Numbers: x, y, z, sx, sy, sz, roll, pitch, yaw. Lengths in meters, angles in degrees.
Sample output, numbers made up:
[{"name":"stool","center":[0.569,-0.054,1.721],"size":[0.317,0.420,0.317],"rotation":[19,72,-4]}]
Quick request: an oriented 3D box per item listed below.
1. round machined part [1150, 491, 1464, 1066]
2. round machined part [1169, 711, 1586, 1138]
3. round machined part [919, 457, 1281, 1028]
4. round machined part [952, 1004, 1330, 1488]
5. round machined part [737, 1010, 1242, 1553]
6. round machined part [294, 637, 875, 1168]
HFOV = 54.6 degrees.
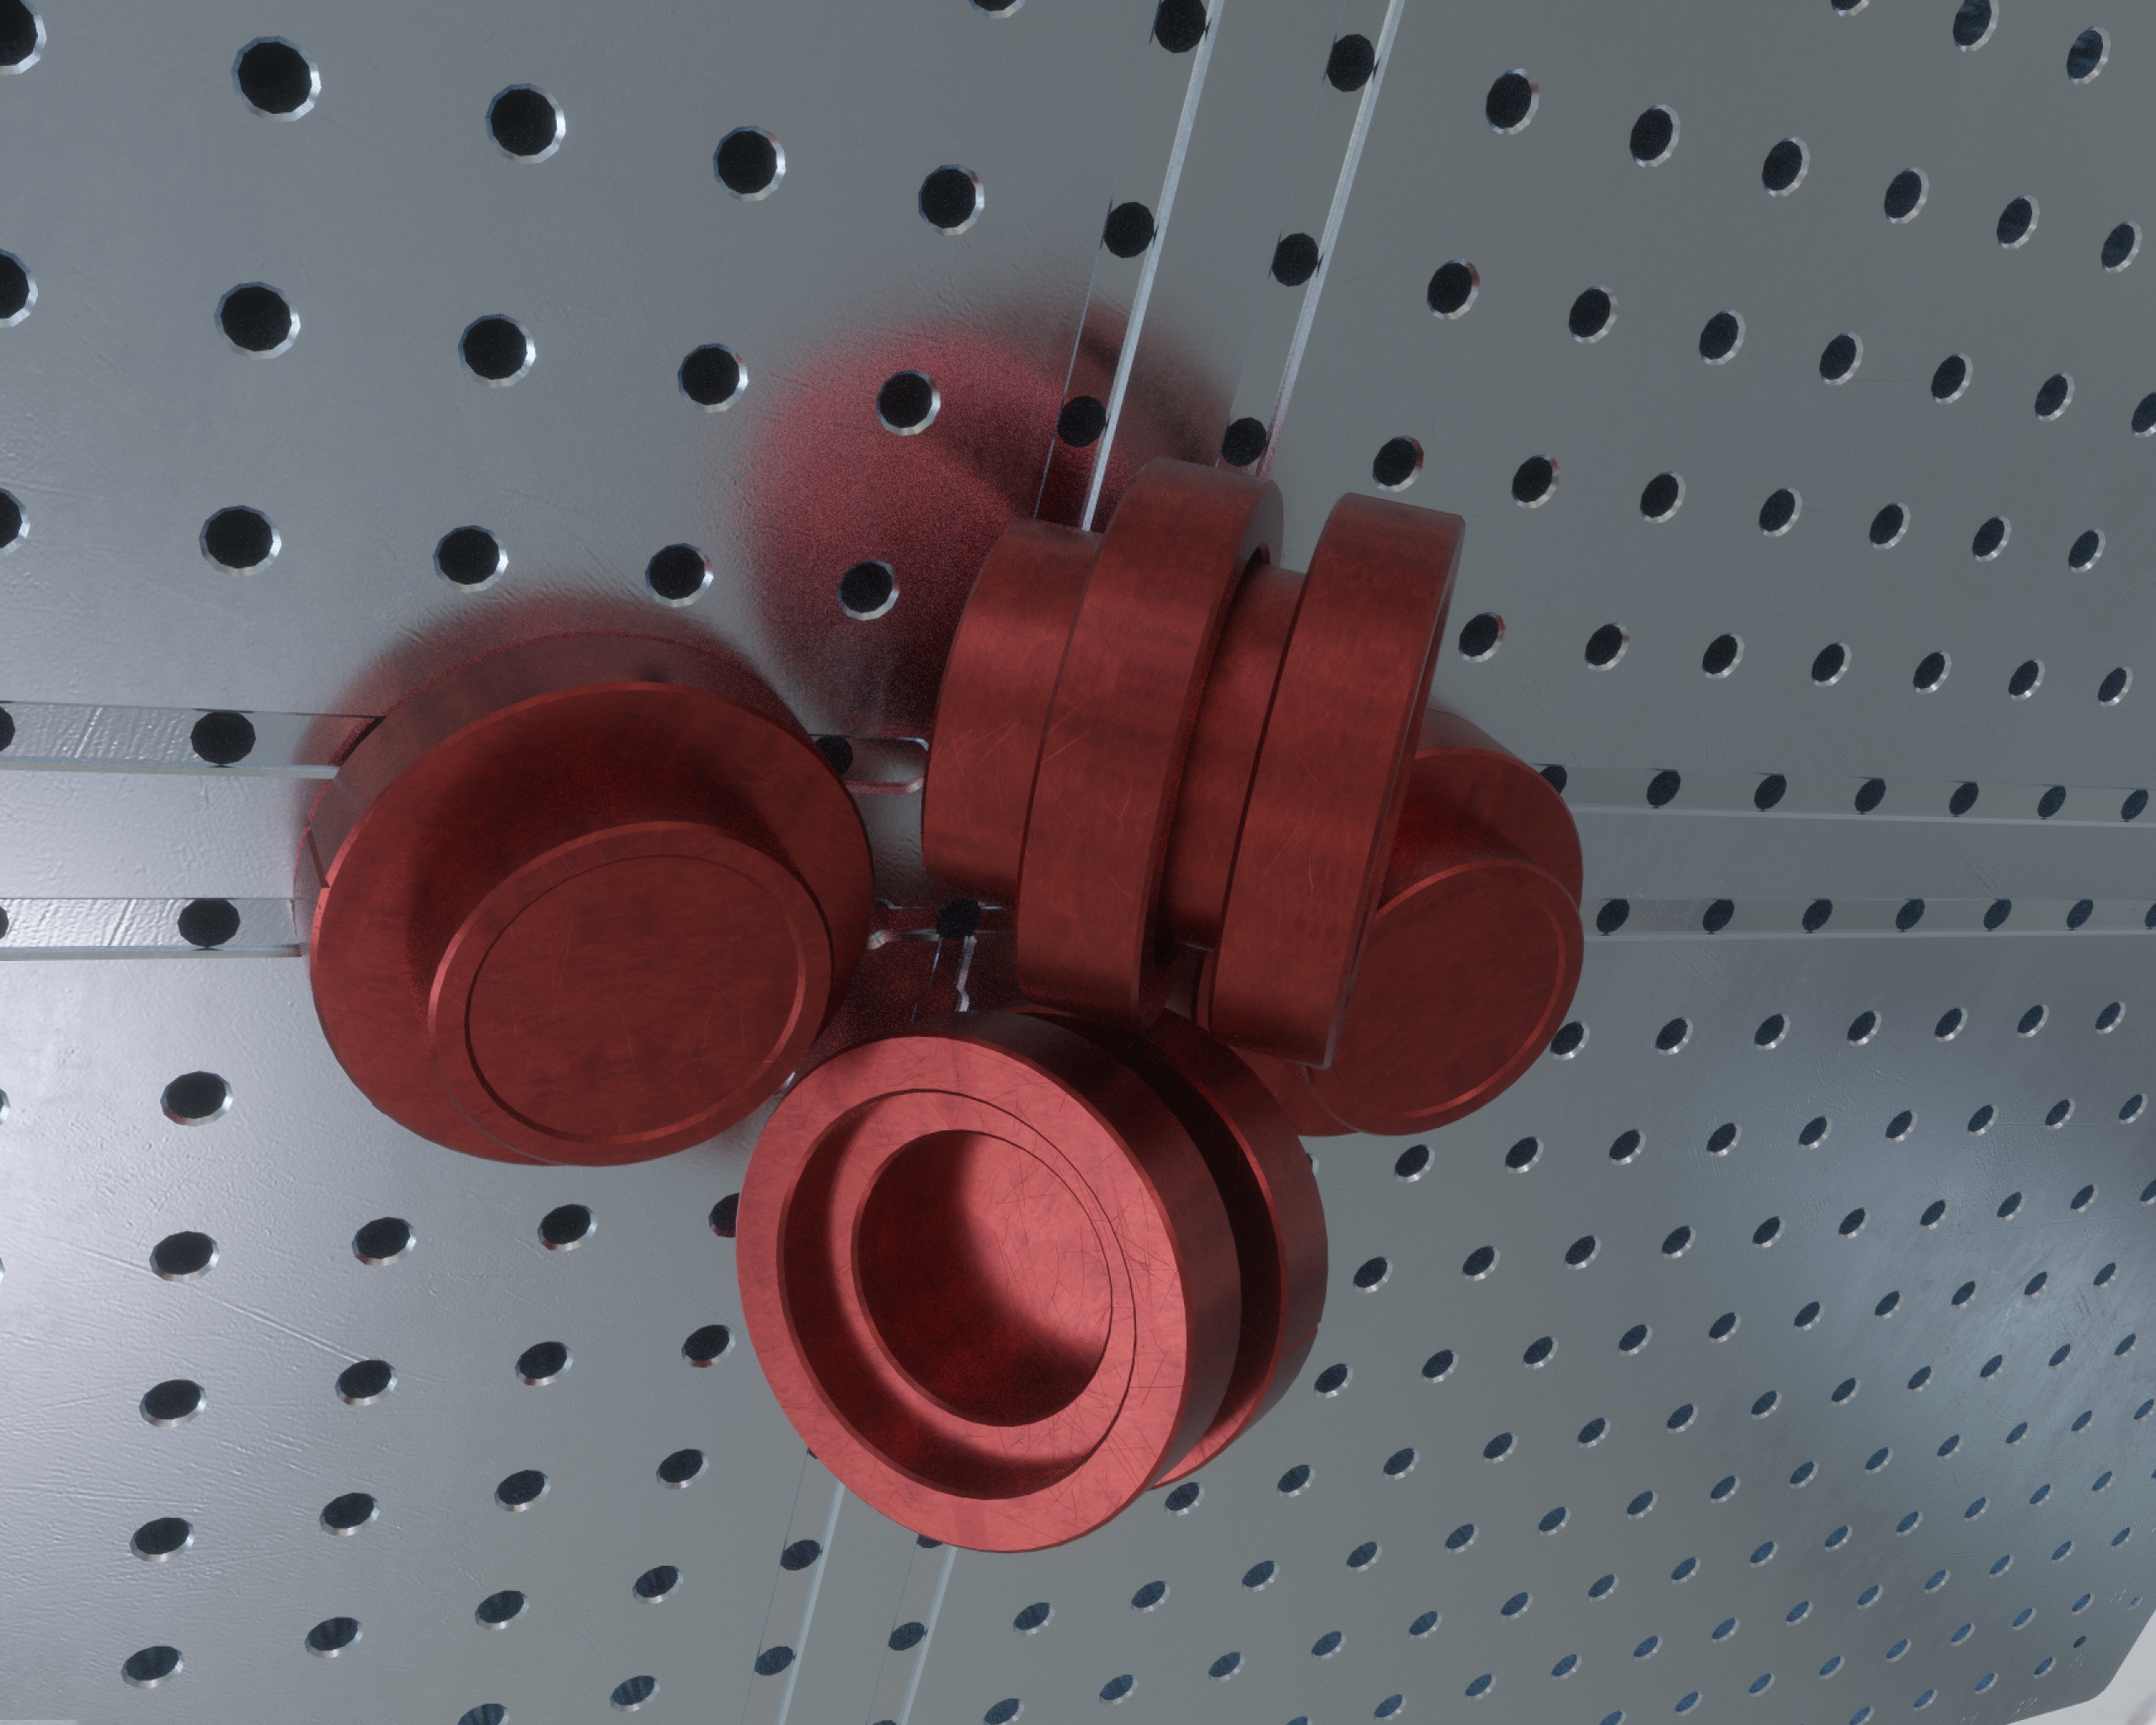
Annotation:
[{"name":"round machined part","center":[0.035,-0.017,0.363],"size":[0.042,0.098,0.097],"rotation":[14,118,10]},{"name":"round machined part","center":[0.069,0.020,0.449],"size":[0.099,0.042,0.097],"rotation":[-14,124,-21]},{"name":"round machined part","center":[0.003,-0.023,0.366],"size":[0.042,0.098,0.097],"rotation":[14,118,10]},{"name":"round machined part","center":[0.006,0.074,0.424],"size":[0.042,0.098,0.097],"rotation":[-14,131,-60]},{"name":"round machined part","center":[-0.013,0.076,0.397],"size":[0.042,0.098,0.097],"rotation":[-15,132,-60]},{"name":"round machined part","center":[-0.081,0.014,0.363],"size":[0.099,0.042,0.097],"rotation":[-14,124,-21]}]
